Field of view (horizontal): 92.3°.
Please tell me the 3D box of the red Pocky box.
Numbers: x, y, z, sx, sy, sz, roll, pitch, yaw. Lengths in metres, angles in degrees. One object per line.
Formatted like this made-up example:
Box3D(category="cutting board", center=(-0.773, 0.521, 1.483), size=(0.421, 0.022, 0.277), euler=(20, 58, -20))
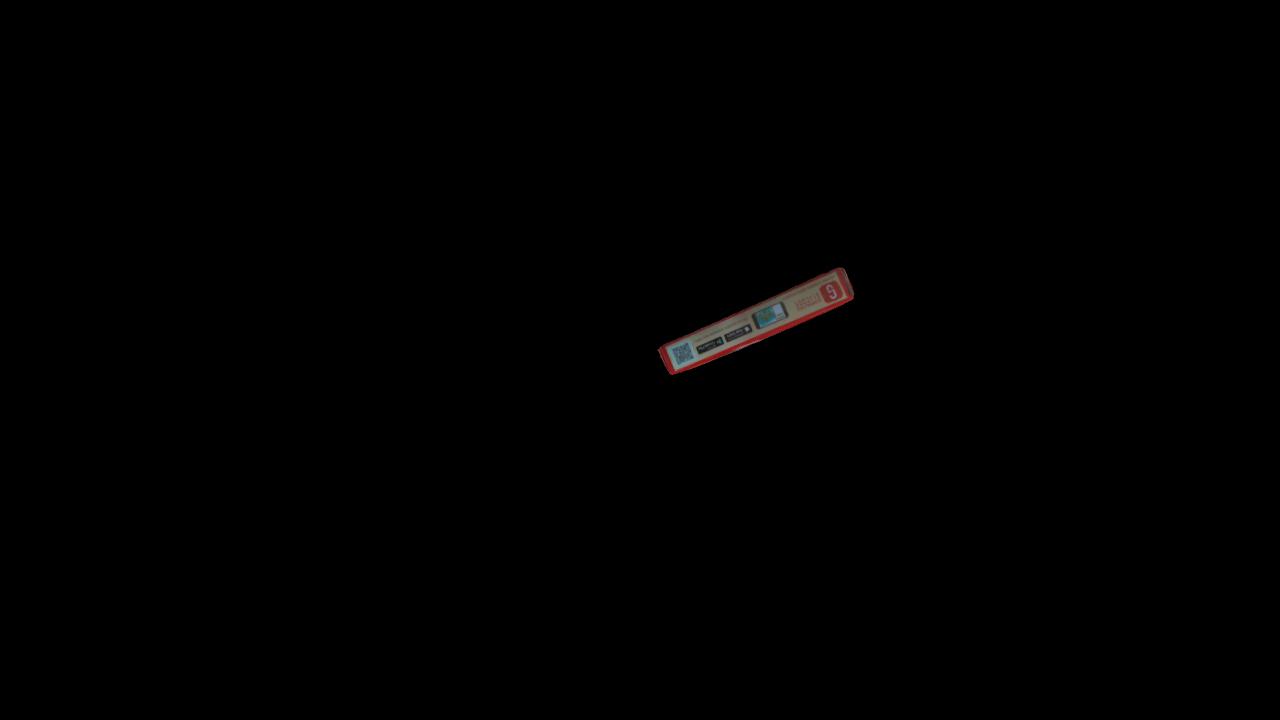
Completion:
Box3D(category="red Pocky box", center=(0.098, -0.030, 0.505), size=(0.155, 0.028, 0.083), euler=(-24, -2, 20))
